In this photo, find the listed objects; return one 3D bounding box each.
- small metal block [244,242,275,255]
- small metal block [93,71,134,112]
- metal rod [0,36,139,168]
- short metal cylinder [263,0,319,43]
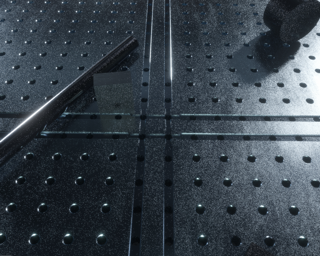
[{"bbox_3d":[0.095,0.145,0.287,0.050,0.025,0.050,28,55,21],"label":"small metal block"},{"bbox_3d":[-0.064,-0.051,0.433,0.050,0.050,0.025,-7,51,-6],"label":"small metal block"},{"bbox_3d":[-0.127,-0.049,0.447,0.025,0.025,0.301,26,54,20],"label":"metal rod"},{"bbox_3d":[0.230,-0.197,0.541,0.081,0.080,0.050,-17,52,-14],"label":"short metal cylinder"}]
